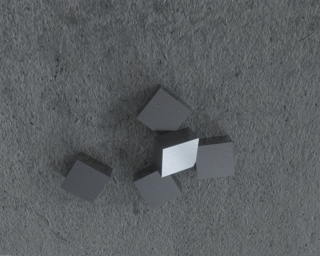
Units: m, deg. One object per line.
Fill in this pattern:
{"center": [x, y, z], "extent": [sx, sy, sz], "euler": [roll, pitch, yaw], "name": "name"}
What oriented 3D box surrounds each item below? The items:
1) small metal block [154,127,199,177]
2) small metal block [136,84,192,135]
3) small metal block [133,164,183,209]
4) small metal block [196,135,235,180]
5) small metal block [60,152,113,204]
{"center": [0.020, 0.031, 0.403], "extent": [0.050, 0.025, 0.050], "euler": [-16, 132, -21], "name": "small metal block"}
{"center": [0.005, -0.020, 0.402], "extent": [0.050, 0.025, 0.050], "euler": [36, 106, -12], "name": "small metal block"}
{"center": [-0.003, 0.079, 0.439], "extent": [0.050, 0.025, 0.050], "euler": [-27, 108, 9], "name": "small metal block"}
{"center": [0.073, 0.040, 0.425], "extent": [0.050, 0.025, 0.050], "euler": [-7, 110, 2], "name": "small metal block"}
{"center": [-0.102, 0.070, 0.434], "extent": [0.050, 0.025, 0.050], "euler": [31, 107, -11], "name": "small metal block"}
